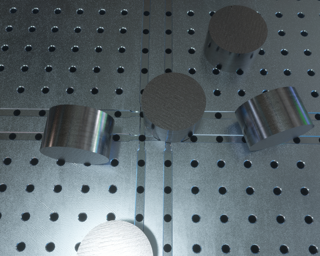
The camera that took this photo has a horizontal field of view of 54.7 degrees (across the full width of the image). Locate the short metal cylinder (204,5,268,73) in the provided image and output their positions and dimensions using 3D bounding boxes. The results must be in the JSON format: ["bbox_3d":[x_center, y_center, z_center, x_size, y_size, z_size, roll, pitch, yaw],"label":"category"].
[{"bbox_3d":[0.107,-0.128,0.446,0.081,0.050,0.080,0,70,0],"label":"short metal cylinder"}]

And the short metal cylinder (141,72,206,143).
[{"bbox_3d":[0.017,-0.026,0.408,0.081,0.050,0.080,0,70,0],"label":"short metal cylinder"}]

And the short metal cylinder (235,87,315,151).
[{"bbox_3d":[0.141,-0.010,0.388,0.081,0.080,0.050,-15,71,-6],"label":"short metal cylinder"}]

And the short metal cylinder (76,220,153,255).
[{"bbox_3d":[-0.047,0.146,0.345,0.081,0.050,0.080,0,70,0],"label":"short metal cylinder"}]

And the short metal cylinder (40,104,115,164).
[{"bbox_3d":[-0.099,0.010,0.378,0.080,0.080,0.050,5,70,1],"label":"short metal cylinder"}]
